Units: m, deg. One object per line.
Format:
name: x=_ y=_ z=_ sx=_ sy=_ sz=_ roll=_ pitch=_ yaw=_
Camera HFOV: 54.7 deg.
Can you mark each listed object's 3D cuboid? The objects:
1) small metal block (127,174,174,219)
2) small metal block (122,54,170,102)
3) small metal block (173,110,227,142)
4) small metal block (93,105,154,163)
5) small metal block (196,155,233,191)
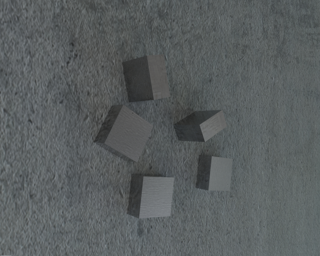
small metal block: x=-0.011 y=0.086 z=0.395 sx=0.050 sy=0.025 sz=0.050 roll=10 pitch=84 yaw=-40
small metal block: x=-0.017 y=-0.059 z=0.373 sx=0.025 sy=0.050 sz=0.050 roll=-15 pitch=100 yaw=-39
small metal block: x=0.056 y=-0.003 z=0.435 sx=0.050 sy=0.050 sz=0.025 roll=-31 pitch=110 yaw=-36
small metal block: x=-0.042 y=0.007 z=0.369 sx=0.050 sy=0.025 sz=0.050 roll=36 pitch=68 yaw=-34
small metal block: x=0.084 y=0.069 z=0.475 sx=0.050 sy=0.025 sz=0.050 roll=11 pitch=83 yaw=-40
